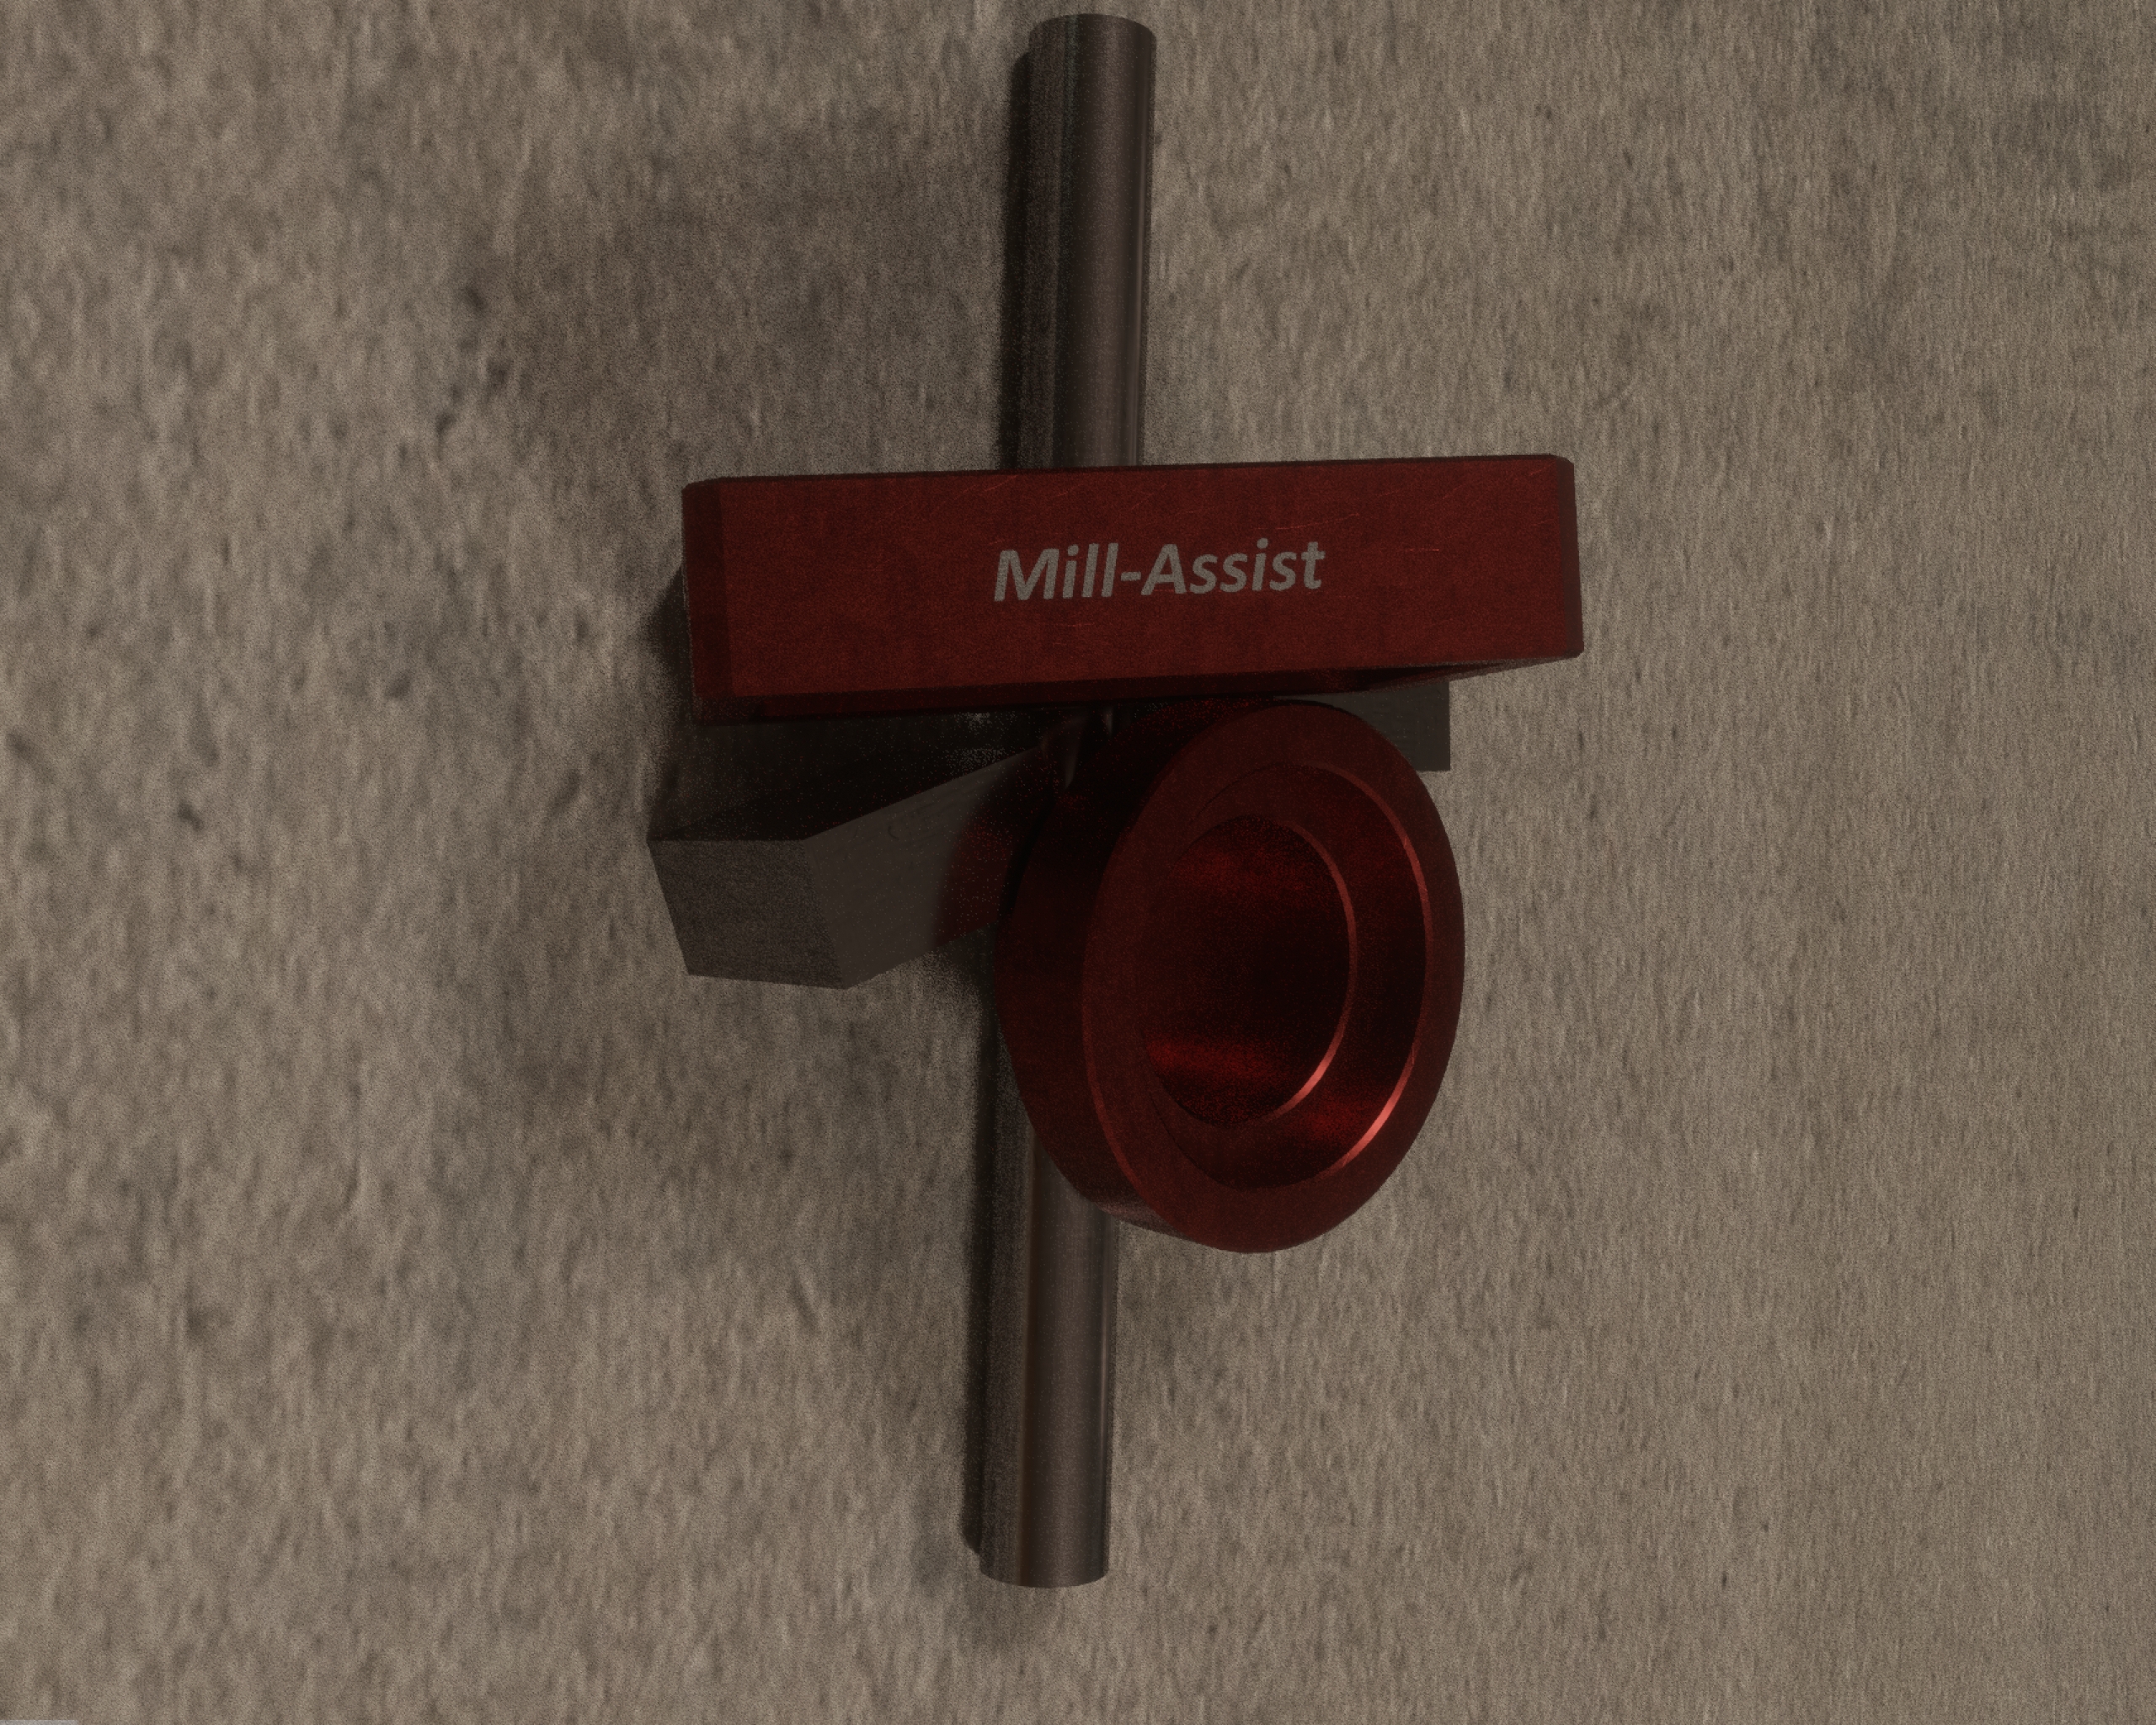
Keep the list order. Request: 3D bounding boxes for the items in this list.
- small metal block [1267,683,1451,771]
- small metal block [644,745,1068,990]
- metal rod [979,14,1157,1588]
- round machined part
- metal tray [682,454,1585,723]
[{"bbox_3d":[0.040,-0.030,0.426,0.050,0.050,0.025,-2,92,-40],"label":"small metal block"},{"bbox_3d":[-0.038,0.000,0.360,0.050,0.050,0.025,-25,106,-38],"label":"small metal block"},{"bbox_3d":[-0.002,-0.013,0.407,0.025,0.025,0.298,3,88,-40],"label":"metal rod"},{"bbox_3d":[0.024,0.019,0.381,0.099,0.042,0.097,-4,96,-42],"label":"round machined part"},{"bbox_3d":[0.003,-0.042,0.338,0.131,0.090,0.030,-4,92,-11],"label":"metal tray"}]
